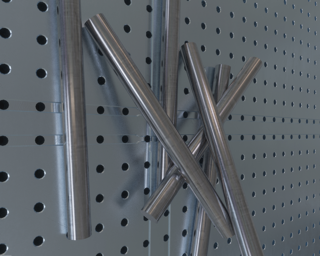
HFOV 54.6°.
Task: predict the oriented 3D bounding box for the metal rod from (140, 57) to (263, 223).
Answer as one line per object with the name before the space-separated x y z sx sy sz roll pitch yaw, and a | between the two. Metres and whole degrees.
metal rod | 0.070 0.000 0.433 0.301 0.025 0.025 -51 120 -27

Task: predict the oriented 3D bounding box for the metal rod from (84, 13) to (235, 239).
metal rod | 0.006 0.004 0.366 0.025 0.025 0.299 -38 99 -34

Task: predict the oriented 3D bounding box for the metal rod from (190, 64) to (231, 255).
metal rod | 0.078 0.050 0.472 0.025 0.025 0.299 14 81 -39

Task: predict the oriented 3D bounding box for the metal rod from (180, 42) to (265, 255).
metal rod | 0.075 0.022 0.395 0.025 0.025 0.299 3 65 -40

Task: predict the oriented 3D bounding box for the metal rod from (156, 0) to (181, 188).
metal rod | 0.012 -0.058 0.417 0.025 0.025 0.298 3 88 -40

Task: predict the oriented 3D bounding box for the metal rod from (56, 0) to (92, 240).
metal rod | -0.092 -0.033 0.330 0.025 0.025 0.298 -4 93 -40
